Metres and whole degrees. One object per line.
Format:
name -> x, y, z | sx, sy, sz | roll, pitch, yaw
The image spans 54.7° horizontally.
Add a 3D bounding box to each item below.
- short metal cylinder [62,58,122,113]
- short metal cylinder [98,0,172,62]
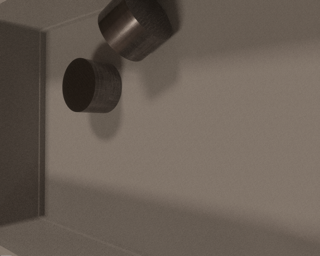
short metal cylinder -> -0.104, -0.063, 0.474 | 0.080, 0.050, 0.079 | 0, 90, 39
short metal cylinder -> -0.031, -0.132, 0.395 | 0.050, 0.081, 0.080 | -31, 71, 35
